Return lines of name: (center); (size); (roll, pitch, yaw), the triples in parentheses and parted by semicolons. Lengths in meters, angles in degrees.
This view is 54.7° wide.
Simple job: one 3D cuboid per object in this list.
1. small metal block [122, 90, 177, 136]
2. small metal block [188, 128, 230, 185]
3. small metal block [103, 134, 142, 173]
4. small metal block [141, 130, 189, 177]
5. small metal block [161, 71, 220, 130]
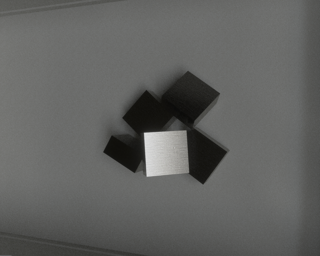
small metal block: (-0.013, -0.014, 0.411); (0.050, 0.025, 0.050); (45, 104, 14)
small metal block: (0.051, 0.034, 0.390); (0.050, 0.025, 0.050); (37, 101, 16)
small metal block: (-0.037, 0.032, 0.407); (0.050, 0.050, 0.025); (31, 100, 17)
small metal block: (0.005, 0.029, 0.368); (0.050, 0.025, 0.050); (-3, 89, -13)
small metal block: (0.037, -0.035, 0.383); (0.050, 0.025, 0.050); (39, 69, 15)
